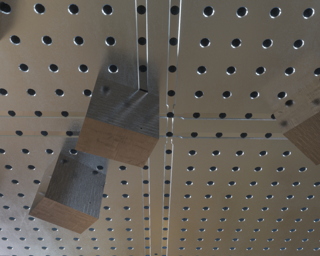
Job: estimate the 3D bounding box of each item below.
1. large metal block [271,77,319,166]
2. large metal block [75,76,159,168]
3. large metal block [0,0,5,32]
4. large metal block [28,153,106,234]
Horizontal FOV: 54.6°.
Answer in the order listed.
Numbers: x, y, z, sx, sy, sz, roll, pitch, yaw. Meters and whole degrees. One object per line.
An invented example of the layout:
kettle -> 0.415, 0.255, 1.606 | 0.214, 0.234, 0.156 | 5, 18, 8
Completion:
large metal block -> 0.203, -0.010, 0.388 | 0.080, 0.050, 0.080 | 36, 121, -27
large metal block -> -0.048, -0.008, 0.368 | 0.080, 0.080, 0.050 | 17, 128, -14
large metal block -> -0.199, -0.120, 0.291 | 0.080, 0.050, 0.080 | 20, 127, -16
large metal block -> -0.132, 0.096, 0.456 | 0.080, 0.080, 0.050 | 31, 123, -24
